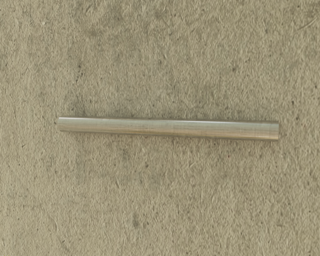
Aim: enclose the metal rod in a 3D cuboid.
[{"bbox_3d":[-0.003,-0.001,0.412,0.301,0.025,0.025,2,91,20],"label":"metal rod"}]
